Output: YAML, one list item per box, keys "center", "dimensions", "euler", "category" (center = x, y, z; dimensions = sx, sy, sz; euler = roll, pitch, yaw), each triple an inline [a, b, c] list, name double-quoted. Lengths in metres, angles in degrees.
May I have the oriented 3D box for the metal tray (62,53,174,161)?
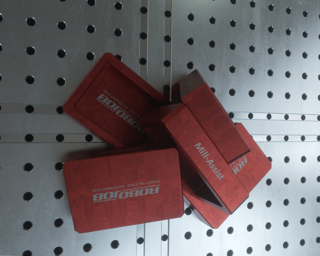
- center: [-0.044, -0.020, 0.394]
  dimensions: [0.130, 0.030, 0.090]
  euler: [38, 78, -17]
  category: "metal tray"

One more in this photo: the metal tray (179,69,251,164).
- center: [0.062, -0.021, 0.381]
  dimensions: [0.030, 0.130, 0.090]
  euler: [-34, 103, 12]
  category: "metal tray"

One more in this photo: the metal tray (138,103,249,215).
- center: [0.035, 0.034, 0.360]
  dimensions: [0.030, 0.090, 0.130]
  euler: [-40, 103, -16]
  category: "metal tray"

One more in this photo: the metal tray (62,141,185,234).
- center: [-0.040, 0.069, 0.370]
  dimensions: [0.131, 0.030, 0.089]
  euler: [-7, 104, -6]
  category: "metal tray"

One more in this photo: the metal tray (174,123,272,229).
- center: [0.089, 0.065, 0.443]
  dimensions: [0.130, 0.030, 0.090]
  euler: [-43, 104, -15]
  category: "metal tray"
